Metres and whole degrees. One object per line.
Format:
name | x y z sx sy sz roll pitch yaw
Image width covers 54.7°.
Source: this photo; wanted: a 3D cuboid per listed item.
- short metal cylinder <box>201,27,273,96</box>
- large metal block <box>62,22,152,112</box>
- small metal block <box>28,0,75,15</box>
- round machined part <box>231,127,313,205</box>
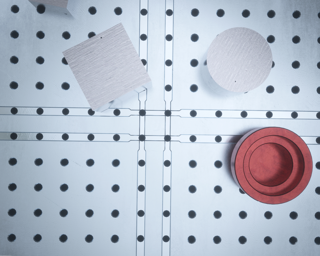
short metal cylinder | 0.097 -0.083 0.402 0.081 0.050 0.079 0 90 -1
large metal block | -0.064 -0.075 0.400 0.080 0.050 0.080 -27 90 0
small metal block | -0.140 -0.184 0.411 0.050 0.025 0.050 11 90 -1
round machined part | 0.142 0.047 0.407 0.099 0.042 0.097 0 90 -1
